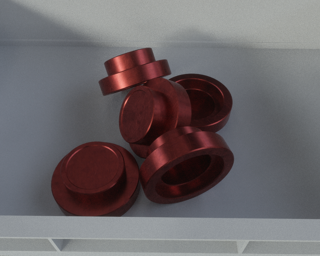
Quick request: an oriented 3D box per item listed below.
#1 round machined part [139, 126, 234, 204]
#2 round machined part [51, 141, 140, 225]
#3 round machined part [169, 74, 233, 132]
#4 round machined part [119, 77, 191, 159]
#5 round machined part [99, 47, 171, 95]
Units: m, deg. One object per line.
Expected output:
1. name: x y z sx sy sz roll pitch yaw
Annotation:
1. round machined part: 0.024 0.036 0.328 0.099 0.097 0.042 -16 52 -13
2. round machined part: -0.072 0.054 0.348 0.099 0.042 0.098 0 50 0
3. round machined part: 0.044 -0.026 0.416 0.099 0.042 0.098 0 50 0
4. round machined part: -0.013 -0.012 0.365 0.042 0.097 0.098 12 39 -39
5. round machined part: -0.037 -0.079 0.424 0.098 0.042 0.098 -18 7 3
